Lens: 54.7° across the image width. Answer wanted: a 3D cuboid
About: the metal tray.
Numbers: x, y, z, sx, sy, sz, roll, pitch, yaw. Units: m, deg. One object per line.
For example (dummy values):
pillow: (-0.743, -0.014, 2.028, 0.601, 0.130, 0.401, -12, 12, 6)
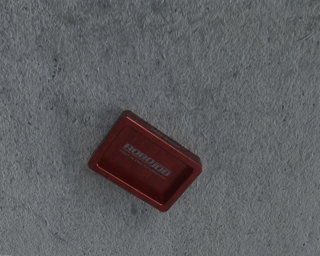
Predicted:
metal tray: (-0.019, 0.047, 0.426, 0.130, 0.030, 0.090, 34, 106, -12)
